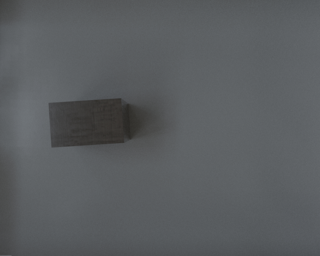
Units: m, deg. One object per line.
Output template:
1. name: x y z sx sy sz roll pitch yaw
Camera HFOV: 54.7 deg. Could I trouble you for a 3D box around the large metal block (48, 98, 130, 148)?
1. large metal block: -0.082 -0.006 0.383 0.081 0.080 0.050 -4 90 -1
